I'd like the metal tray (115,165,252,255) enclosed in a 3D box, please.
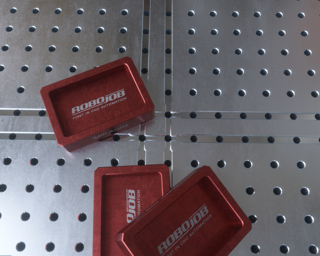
[{"bbox_3d":[0.029,0.113,0.339,0.131,0.030,0.090,-34,85,-29],"label":"metal tray"}]

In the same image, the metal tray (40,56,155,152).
[{"bbox_3d":[-0.083,-0.034,0.420,0.131,0.030,0.090,-22,72,-9],"label":"metal tray"}]

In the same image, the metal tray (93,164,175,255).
[{"bbox_3d":[-0.031,0.111,0.368,0.091,0.030,0.130,-3,70,-2],"label":"metal tray"}]
